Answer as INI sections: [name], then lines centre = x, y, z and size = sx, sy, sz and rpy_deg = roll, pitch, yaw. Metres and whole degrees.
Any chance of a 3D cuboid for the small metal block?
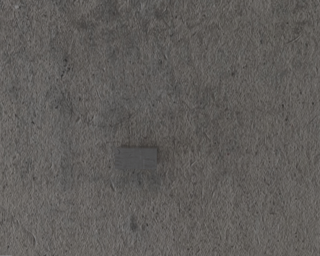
[small metal block]
centre = -0.029, 0.037, 0.397
size = 0.050, 0.050, 0.025
rpy_deg = 0, 90, 0
